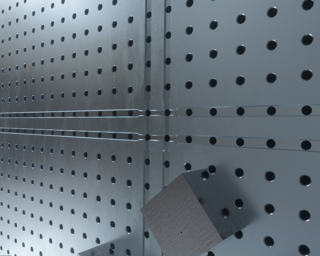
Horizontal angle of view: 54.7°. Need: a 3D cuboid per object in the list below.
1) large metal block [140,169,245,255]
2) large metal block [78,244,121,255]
[{"bbox_3d":[0.035,0.106,0.363,0.080,0.050,0.080,-46,63,30],"label":"large metal block"},{"bbox_3d":[-0.083,0.234,0.459,0.080,0.050,0.079,17,101,38],"label":"large metal block"}]
